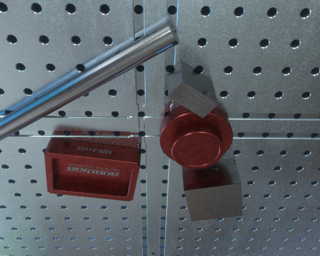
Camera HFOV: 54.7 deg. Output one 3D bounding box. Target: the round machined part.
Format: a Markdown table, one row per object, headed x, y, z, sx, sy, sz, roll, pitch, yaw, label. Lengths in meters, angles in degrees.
| x | y | z | sx | sy | sz | roll | pitch | yaw | label |
| --- | --- | --- | --- | --- | --- | --- | --- | --- | --- |
| 0.049 | 0.018 | 0.416 | 0.099 | 0.042 | 0.097 | -1 | 130 | 0 | round machined part |

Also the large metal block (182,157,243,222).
| x | y | z | sx | sy | sz | roll | pitch | yaw | label |
| --- | --- | --- | --- | --- | --- | --- | --- | --- | --- |
| 0.081 | 0.096 | 0.479 | 0.080 | 0.050 | 0.080 | -9 | 130 | 7 | large metal block |

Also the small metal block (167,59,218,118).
| x | y | z | sx | sy | sz | roll | pitch | yaw | label |
| --- | --- | --- | --- | --- | --- | --- | --- | --- | --- |
| 0.036 | -0.046 | 0.357 | 0.050 | 0.050 | 0.025 | 29 | 124 | -23 | small metal block |

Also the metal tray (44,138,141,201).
| x | y | z | sx | sy | sz | roll | pitch | yaw | label |
| --- | --- | --- | --- | --- | --- | --- | --- | --- | --- |
| -0.099 | 0.065 | 0.461 | 0.131 | 0.030 | 0.089 | 8 | 130 | -7 | metal tray |

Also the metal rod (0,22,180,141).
| x | y | z | sx | sy | sz | roll | pitch | yaw | label |
| --- | --- | --- | --- | --- | --- | --- | --- | --- | --- |
| -0.115 | -0.042 | 0.374 | 0.300 | 0.025 | 0.025 | -24 | 126 | 19 | metal rod |
